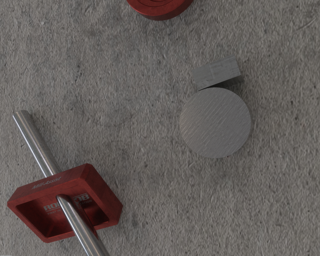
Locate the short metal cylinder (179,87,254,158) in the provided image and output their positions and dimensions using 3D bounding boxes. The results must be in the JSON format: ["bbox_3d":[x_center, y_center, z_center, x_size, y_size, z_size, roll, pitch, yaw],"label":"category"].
[{"bbox_3d":[0.069,-0.006,0.371,0.080,0.050,0.080,0,90,20],"label":"short metal cylinder"}]

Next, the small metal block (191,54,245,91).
[{"bbox_3d":[0.071,-0.062,0.371,0.050,0.050,0.025,-19,84,19],"label":"small metal block"}]

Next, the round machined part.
[{"bbox_3d":[0.004,-0.187,0.398,0.098,0.042,0.097,0,90,20],"label":"round machined part"}]

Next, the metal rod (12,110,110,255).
[{"bbox_3d":[-0.134,0.091,0.432,0.025,0.025,0.300,-43,68,15],"label":"metal rod"}]

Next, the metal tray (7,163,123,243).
[{"bbox_3d":[-0.129,0.107,0.427,0.130,0.030,0.090,-20,118,18],"label":"metal tray"}]
